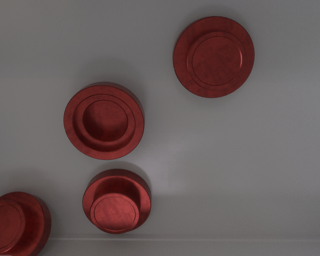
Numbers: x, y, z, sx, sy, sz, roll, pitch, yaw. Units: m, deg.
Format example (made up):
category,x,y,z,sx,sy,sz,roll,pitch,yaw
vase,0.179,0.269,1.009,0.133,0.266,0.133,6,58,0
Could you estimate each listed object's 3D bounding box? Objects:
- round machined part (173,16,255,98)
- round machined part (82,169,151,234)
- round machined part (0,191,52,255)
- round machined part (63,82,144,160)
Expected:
category,x,y,z,sx,sy,sz,roll,pitch,yaw
round machined part,0.065,-0.083,0.372,0.099,0.042,0.097,0,110,0
round machined part,-0.062,0.111,0.443,0.099,0.042,0.097,0,110,0
round machined part,-0.204,0.135,0.421,0.098,0.042,0.098,-3,67,8
round machined part,-0.068,-0.012,0.397,0.099,0.042,0.097,0,110,0
